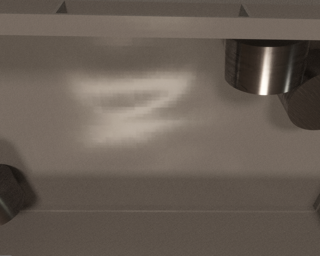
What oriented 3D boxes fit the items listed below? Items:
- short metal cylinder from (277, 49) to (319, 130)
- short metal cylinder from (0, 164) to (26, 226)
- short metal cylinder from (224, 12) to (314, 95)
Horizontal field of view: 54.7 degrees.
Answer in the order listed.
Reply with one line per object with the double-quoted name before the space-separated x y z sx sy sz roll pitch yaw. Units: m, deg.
"short metal cylinder" 0.181 -0.044 0.358 0.081 0.050 0.079 0 130 0
"short metal cylinder" -0.247 0.099 0.454 0.080 0.080 0.050 -5 130 4
"short metal cylinder" 0.105 -0.076 0.310 0.080 0.080 0.050 -5 130 4
